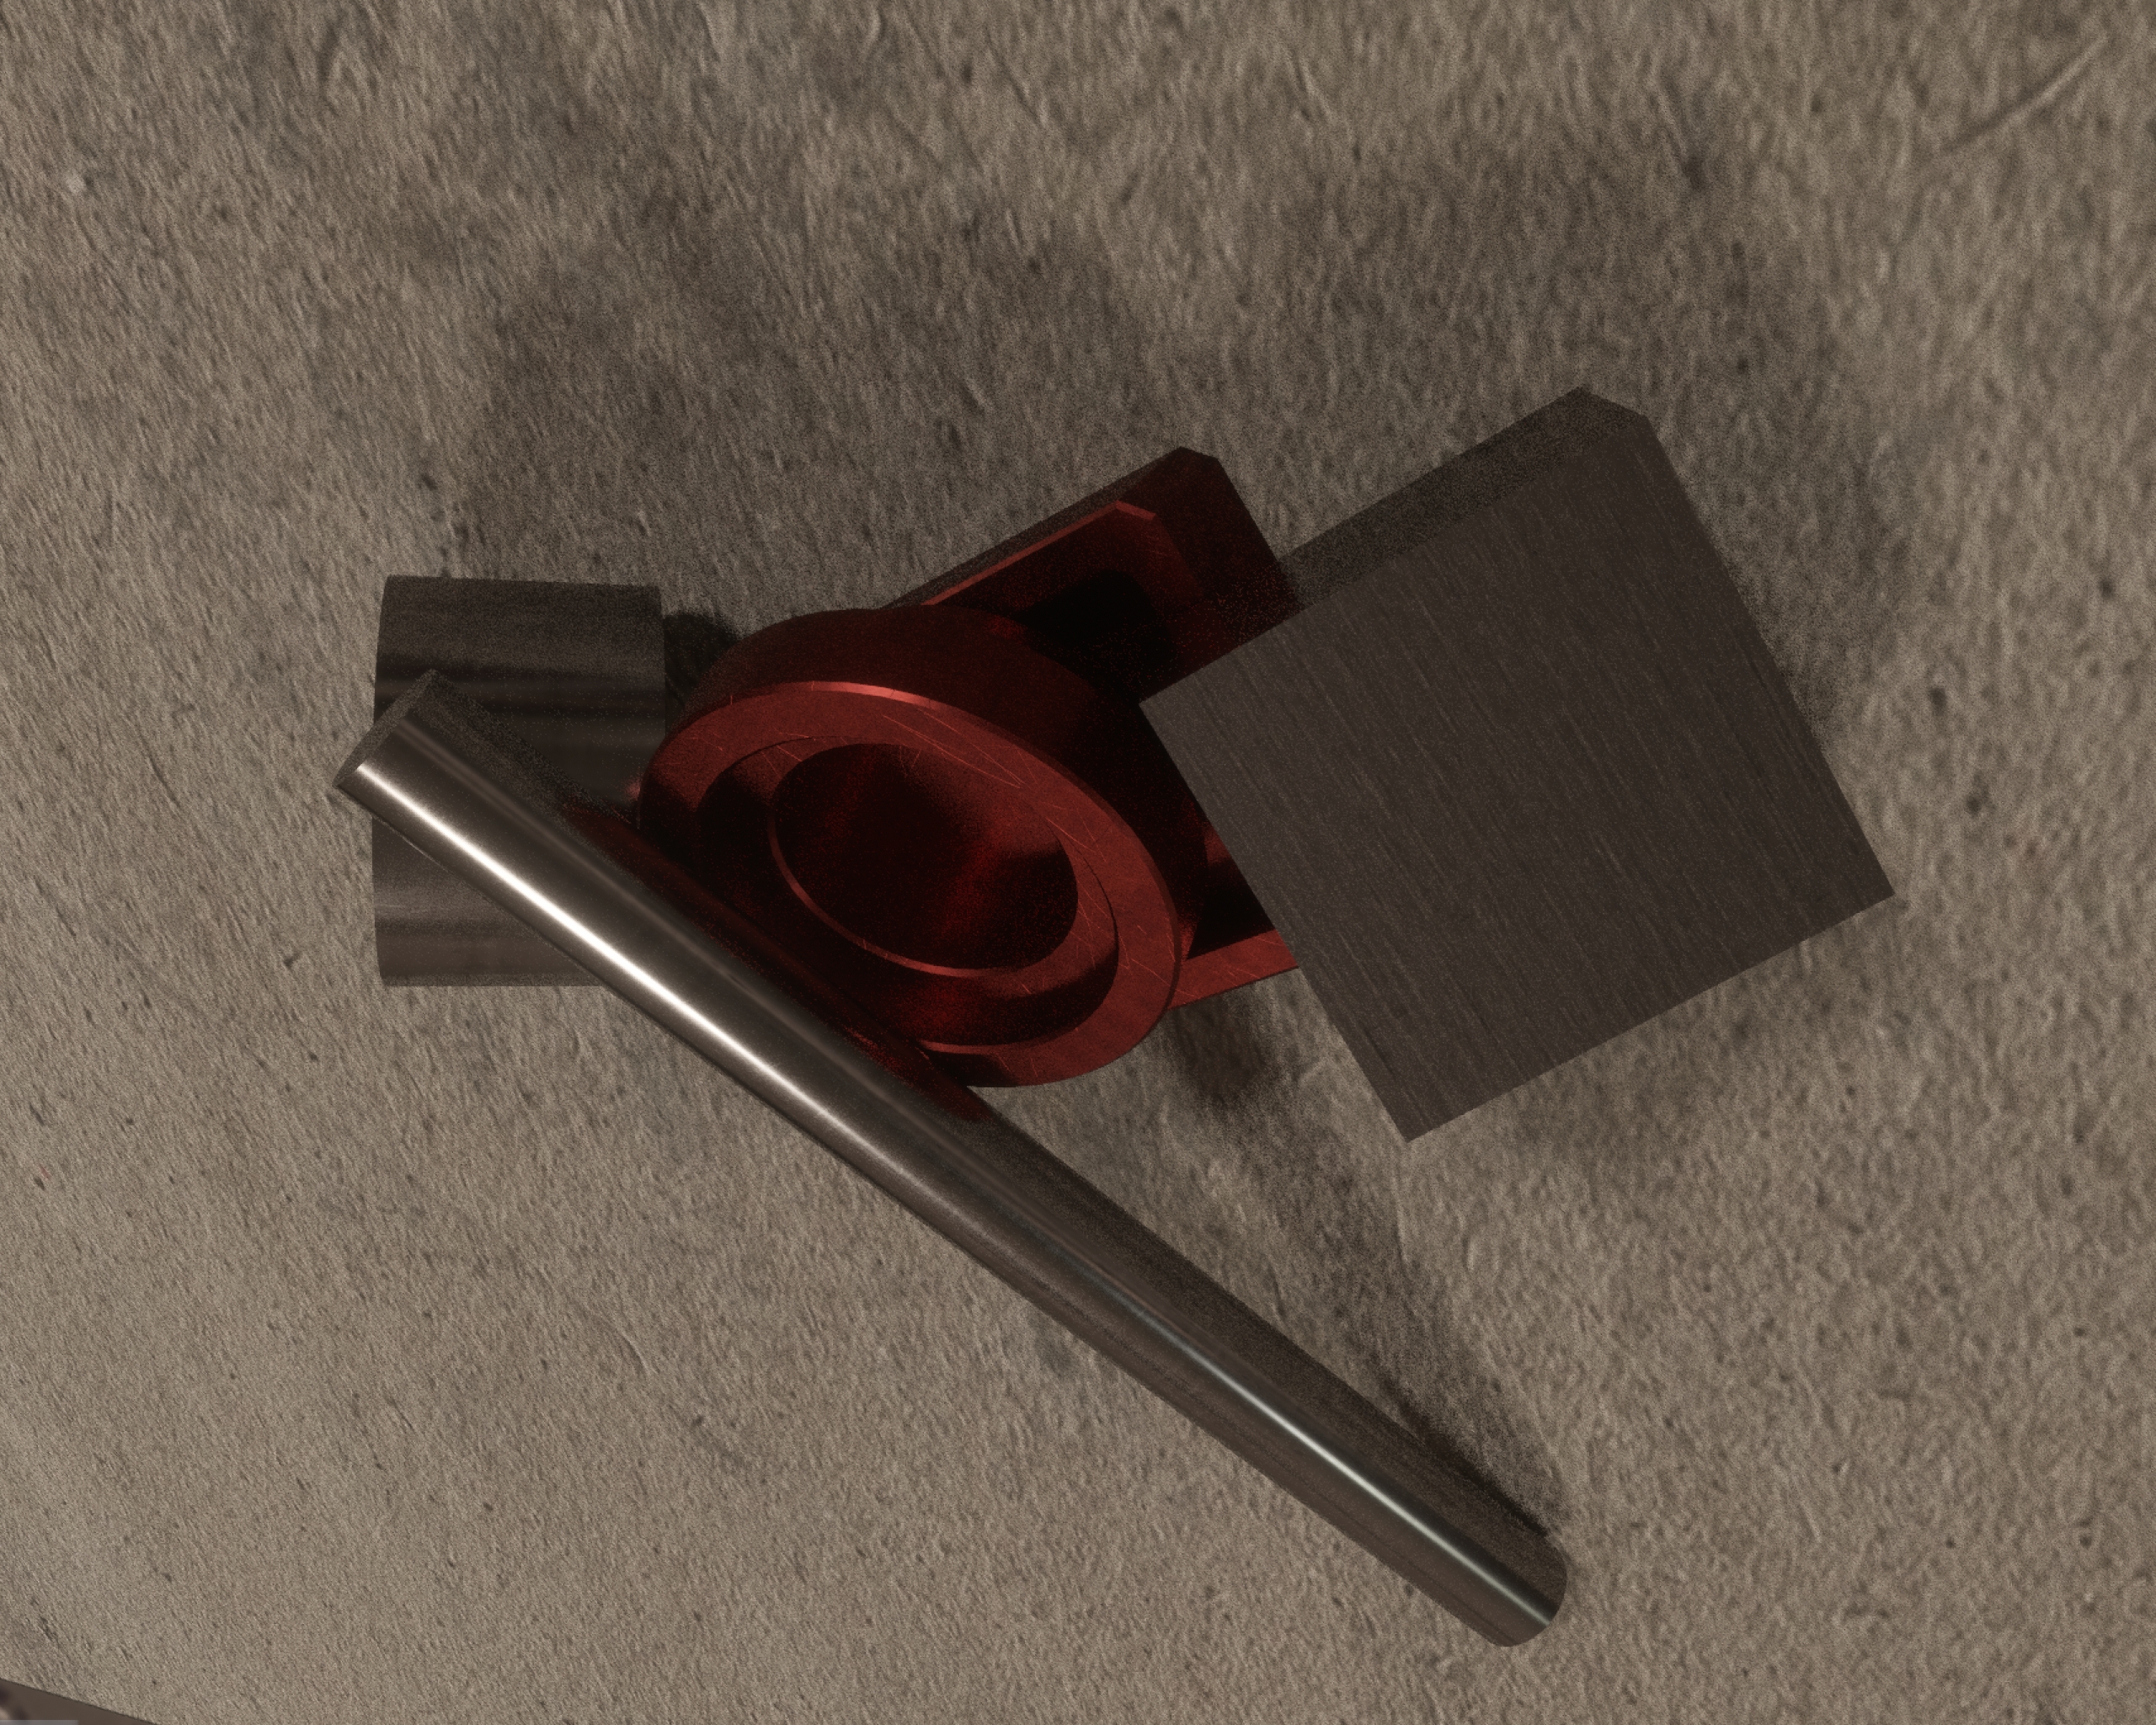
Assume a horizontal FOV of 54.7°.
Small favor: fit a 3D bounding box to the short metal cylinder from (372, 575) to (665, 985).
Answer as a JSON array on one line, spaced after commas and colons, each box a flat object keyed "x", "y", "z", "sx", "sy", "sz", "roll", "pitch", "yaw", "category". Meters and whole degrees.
[{"x": -0.109, "y": -0.015, "z": 0.410, "sx": 0.050, "sy": 0.080, "sz": 0.079, "roll": 1, "pitch": 126, "yaw": -14, "category": "short metal cylinder"}]

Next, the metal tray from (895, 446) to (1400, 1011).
[{"x": -0.009, "y": -0.012, "z": 0.401, "sx": 0.130, "sy": 0.030, "sz": 0.090, "roll": -22, "pitch": 107, "yaw": 36, "category": "metal tray"}]

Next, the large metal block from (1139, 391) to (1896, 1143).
[{"x": 0.065, "y": -0.017, "z": 0.325, "sx": 0.080, "sy": 0.050, "sz": 0.080, "roll": -29, "pitch": 104, "yaw": 10, "category": "large metal block"}]

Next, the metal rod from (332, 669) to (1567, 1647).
[{"x": -0.008, "y": 0.069, "z": 0.397, "sx": 0.300, "sy": 0.025, "sz": 0.025, "roll": 41, "pitch": 131, "yaw": -23, "category": "metal rod"}]

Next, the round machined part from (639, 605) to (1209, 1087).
[{"x": -0.024, "y": -0.007, "z": 0.373, "sx": 0.098, "sy": 0.042, "sz": 0.097, "roll": 11, "pitch": 137, "yaw": 11, "category": "round machined part"}]
